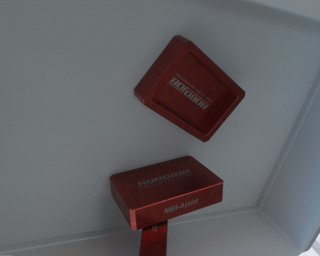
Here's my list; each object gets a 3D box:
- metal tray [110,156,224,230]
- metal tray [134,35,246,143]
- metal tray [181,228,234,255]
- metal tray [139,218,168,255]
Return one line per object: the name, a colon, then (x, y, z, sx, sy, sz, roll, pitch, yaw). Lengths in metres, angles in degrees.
metal tray: (0.008, 0.082, 0.420, 0.131, 0.090, 0.030, -12, 114, -23)
metal tray: (0.043, -0.045, 0.402, 0.130, 0.030, 0.090, 31, 101, -38)
metal tray: (0.073, 0.254, 0.552, 0.030, 0.090, 0.130, 37, 108, -20)
metal tray: (-0.008, 0.150, 0.411, 0.030, 0.130, 0.089, 5, 120, 1)
